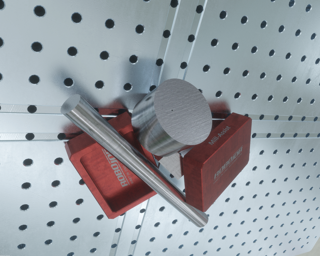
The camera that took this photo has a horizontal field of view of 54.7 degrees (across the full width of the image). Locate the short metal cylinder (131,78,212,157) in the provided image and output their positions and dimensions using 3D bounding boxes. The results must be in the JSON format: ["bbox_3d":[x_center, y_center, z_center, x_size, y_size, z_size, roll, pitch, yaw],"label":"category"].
[{"bbox_3d":[0.014,-0.011,0.364,0.081,0.080,0.050,8,156,-32],"label":"short metal cylinder"}]

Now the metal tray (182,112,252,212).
[{"bbox_3d":[0.086,0.046,0.446,0.131,0.030,0.089,-37,134,-36],"label":"metal tray"}]

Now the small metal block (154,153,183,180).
[{"bbox_3d":[0.010,0.035,0.417,0.025,0.050,0.050,-42,130,0],"label":"small metal block"}]

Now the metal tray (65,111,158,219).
[{"bbox_3d":[-0.053,0.053,0.406,0.090,0.030,0.129,-28,128,-11],"label":"metal tray"}]

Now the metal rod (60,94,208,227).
[{"bbox_3d":[-0.011,0.062,0.400,0.025,0.025,0.300,-42,130,0],"label":"metal rod"}]
